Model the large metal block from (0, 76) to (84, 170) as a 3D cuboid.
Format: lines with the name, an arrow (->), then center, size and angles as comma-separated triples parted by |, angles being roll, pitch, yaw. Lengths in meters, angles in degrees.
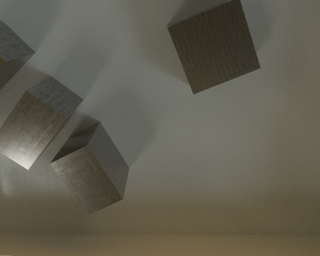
large metal block -> -0.146, -0.009, 0.377 | 0.050, 0.080, 0.080 | 37, 106, -13

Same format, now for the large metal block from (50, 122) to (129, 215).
large metal block -> -0.085, 0.049, 0.399 | 0.050, 0.080, 0.080 | -26, 108, 9

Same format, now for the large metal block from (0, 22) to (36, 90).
large metal block -> -0.202, -0.073, 0.353 | 0.080, 0.080, 0.050 | -41, 105, 13

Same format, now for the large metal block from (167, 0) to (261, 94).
large metal block -> 0.061, -0.096, 0.363 | 0.080, 0.050, 0.080 | -21, 109, 7
